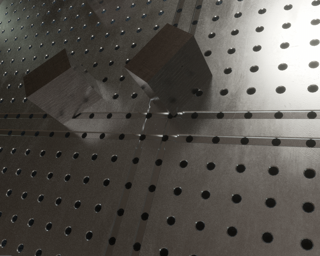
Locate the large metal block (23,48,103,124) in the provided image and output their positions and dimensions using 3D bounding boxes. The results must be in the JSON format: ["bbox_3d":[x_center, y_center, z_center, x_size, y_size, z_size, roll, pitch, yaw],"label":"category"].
[{"bbox_3d":[-0.152,-0.063,0.489,0.080,0.080,0.050,-33,52,7],"label":"large metal block"}]

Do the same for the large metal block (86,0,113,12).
[{"bbox_3d":[-0.122,-0.301,0.638,0.080,0.050,0.080,-27,53,11],"label":"large metal block"}]

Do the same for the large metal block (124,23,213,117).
[{"bbox_3d":[0.014,-0.075,0.411,0.080,0.080,0.050,-47,52,-5],"label":"large metal block"}]
